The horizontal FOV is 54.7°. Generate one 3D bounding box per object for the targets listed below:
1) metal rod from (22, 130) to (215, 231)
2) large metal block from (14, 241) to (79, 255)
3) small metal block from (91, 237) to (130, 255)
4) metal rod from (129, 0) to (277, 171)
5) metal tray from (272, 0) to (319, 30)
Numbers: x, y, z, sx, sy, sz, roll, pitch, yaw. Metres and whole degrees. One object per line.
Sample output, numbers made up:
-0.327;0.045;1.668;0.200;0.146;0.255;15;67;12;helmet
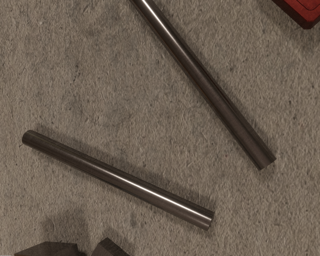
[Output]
-0.070;0.066;0.432;0.301;0.025;0.025;21;97;18;metal rod
-0.155;0.210;0.437;0.080;0.050;0.080;-13;86;37;large metal block
-0.073;0.192;0.433;0.050;0.025;0.050;33;100;16;small metal block
0.042;-0.077;0.393;0.025;0.025;0.299;-39;78;16;metal rod
0.184;-0.188;0.341;0.130;0.030;0.090;-44;77;14;metal tray
